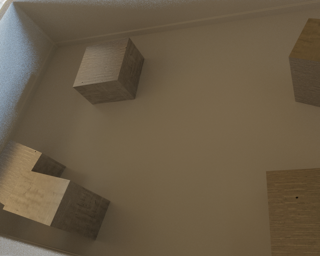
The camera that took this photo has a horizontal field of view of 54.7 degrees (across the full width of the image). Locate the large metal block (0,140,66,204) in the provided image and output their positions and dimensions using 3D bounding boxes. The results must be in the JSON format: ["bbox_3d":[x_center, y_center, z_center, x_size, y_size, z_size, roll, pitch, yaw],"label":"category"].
[{"bbox_3d":[-0.199,0.072,0.451,0.080,0.050,0.080,14,69,34],"label":"large metal block"}]

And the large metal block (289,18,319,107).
[{"bbox_3d":[0.183,-0.059,0.310,0.080,0.080,0.050,21,73,36],"label":"large metal block"}]

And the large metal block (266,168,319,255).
[{"bbox_3d":[0.140,0.081,0.267,0.080,0.050,0.080,-8,58,24],"label":"large metal block"}]

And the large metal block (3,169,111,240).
[{"bbox_3d":[-0.123,0.094,0.377,0.080,0.080,0.050,5,65,31],"label":"large metal block"}]

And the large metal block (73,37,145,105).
[{"bbox_3d":[-0.078,-0.087,0.485,0.080,0.050,0.080,-4,60,26],"label":"large metal block"}]
